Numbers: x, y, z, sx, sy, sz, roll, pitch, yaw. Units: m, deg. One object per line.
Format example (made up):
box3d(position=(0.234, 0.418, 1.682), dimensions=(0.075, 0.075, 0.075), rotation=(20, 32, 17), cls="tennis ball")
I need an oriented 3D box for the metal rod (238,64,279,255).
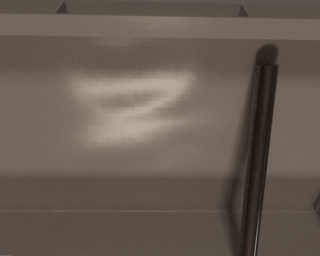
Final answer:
box3d(position=(0.123, 0.069, 0.399), dimensions=(0.025, 0.025, 0.298), rotation=(0, 108, 0), cls="metal rod")
